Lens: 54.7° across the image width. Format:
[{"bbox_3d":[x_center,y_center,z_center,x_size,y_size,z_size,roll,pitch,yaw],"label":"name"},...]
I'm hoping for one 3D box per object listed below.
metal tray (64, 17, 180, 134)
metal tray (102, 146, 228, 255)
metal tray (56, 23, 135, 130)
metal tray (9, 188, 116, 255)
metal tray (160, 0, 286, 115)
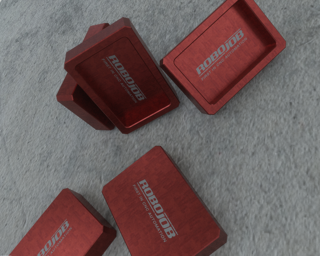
[{"bbox_3d":[-0.044,-0.059,0.391,0.090,0.130,0.030,-29,38,11],"label":"metal tray"},{"bbox_3d":[-0.001,0.093,0.343,0.090,0.030,0.130,-38,51,2],"label":"metal tray"},{"bbox_3d":[-0.084,-0.072,0.447,0.030,0.090,0.130,1,62,33],"label":"metal tray"},{"bbox_3d":[-0.125,0.150,0.372,0.090,0.030,0.130,31,78,37],"label":"metal tray"},{"bbox_3d":[0.076,-0.090,0.378,0.130,0.090,0.030,-43,11,-2],"label":"metal tray"}]
